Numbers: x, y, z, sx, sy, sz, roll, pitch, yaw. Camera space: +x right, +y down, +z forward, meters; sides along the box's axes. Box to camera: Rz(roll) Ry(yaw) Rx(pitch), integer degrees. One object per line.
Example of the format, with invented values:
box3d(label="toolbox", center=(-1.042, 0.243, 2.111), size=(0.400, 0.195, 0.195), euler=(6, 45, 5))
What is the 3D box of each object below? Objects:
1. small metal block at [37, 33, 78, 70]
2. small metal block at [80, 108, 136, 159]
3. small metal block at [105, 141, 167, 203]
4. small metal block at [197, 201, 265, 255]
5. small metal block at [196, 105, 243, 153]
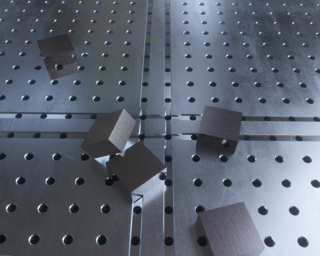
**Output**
box3d(label="small metal block", center=(-0.170, -0.127, 0.512), size=(0.050, 0.025, 0.050), euler=(-19, 53, -16))
box3d(label="small metal block", center=(-0.064, 0.007, 0.385), size=(0.050, 0.025, 0.050), euler=(-15, 40, 36))
box3d(label="small metal block", center=(-0.028, 0.050, 0.365), size=(0.050, 0.025, 0.050), euler=(-32, 58, -25))
box3d(label="small metal block", center=(0.070, 0.109, 0.317), size=(0.050, 0.025, 0.050), euler=(-11, 51, -10))
box3d(label="small metal block", center=(0.078, 0.001, 0.408), size=(0.050, 0.025, 0.050), euler=(12, 51, 9))
